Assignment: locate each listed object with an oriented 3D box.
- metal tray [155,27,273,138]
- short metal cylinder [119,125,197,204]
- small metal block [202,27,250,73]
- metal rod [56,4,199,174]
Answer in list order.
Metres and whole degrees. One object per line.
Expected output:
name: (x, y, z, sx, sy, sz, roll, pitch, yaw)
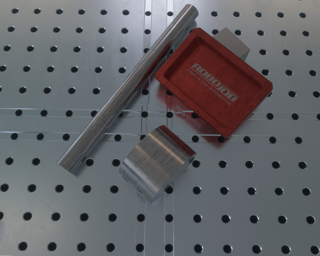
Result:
metal tray: (0.070, -0.060, 0.416, 0.130, 0.030, 0.090, 42, 95, 13)
short metal cylinder: (-0.002, 0.043, 0.367, 0.050, 0.080, 0.080, 42, 75, 13)
small metal block: (0.093, -0.111, 0.453, 0.050, 0.025, 0.050, -37, 74, -13)
metal rod: (-0.036, -0.065, 0.435, 0.025, 0.025, 0.300, 33, 73, 11)
